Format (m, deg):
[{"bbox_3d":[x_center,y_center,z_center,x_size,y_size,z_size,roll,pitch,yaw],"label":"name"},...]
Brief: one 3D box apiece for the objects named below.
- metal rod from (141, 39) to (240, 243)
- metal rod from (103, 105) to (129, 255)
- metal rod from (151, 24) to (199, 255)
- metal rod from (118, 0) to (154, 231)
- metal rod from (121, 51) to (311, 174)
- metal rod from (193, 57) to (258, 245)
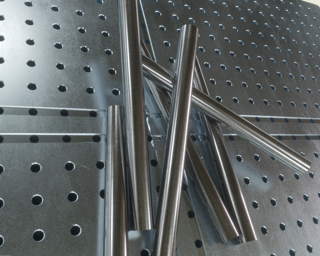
[{"bbox_3d":[0.024,0.004,0.418,0.025,0.025,0.299,-12,68,-33],"label":"metal rod"},{"bbox_3d":[-0.045,0.108,0.317,0.025,0.025,0.299,10,58,-23],"label":"metal rod"},{"bbox_3d":[0.021,0.006,0.371,0.025,0.025,0.299,15,69,-20],"label":"metal rod"},{"bbox_3d":[-0.031,-0.036,0.369,0.025,0.025,0.299,3,74,-27],"label":"metal rod"},{"bbox_3d":[0.083,-0.020,0.430,0.301,0.025,0.025,31,52,-8],"label":"metal rod"},{"bbox_3d":[0.076,0.008,0.443,0.025,0.025,0.299,1,61,-28],"label":"metal rod"}]
